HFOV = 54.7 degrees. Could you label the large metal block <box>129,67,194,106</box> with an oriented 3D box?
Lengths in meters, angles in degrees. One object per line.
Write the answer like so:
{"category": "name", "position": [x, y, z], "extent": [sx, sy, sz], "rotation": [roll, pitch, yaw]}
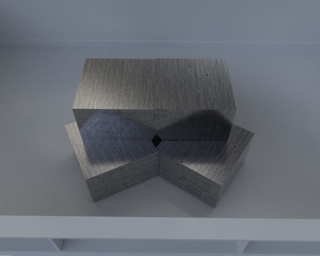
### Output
{"category": "large metal block", "position": [0.003, -0.042, 0.422], "extent": [0.080, 0.050, 0.080], "rotation": [1, 50, 1]}

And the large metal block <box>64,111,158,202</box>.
{"category": "large metal block", "position": [-0.056, 0.027, 0.364], "extent": [0.081, 0.050, 0.080], "rotation": [-21, 53, -17]}

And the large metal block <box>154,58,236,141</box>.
{"category": "large metal block", "position": [0.035, -0.033, 0.348], "extent": [0.080, 0.050, 0.080], "rotation": [1, 50, 0]}

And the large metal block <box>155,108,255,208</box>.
{"category": "large metal block", "position": [0.051, 0.031, 0.360], "extent": [0.080, 0.050, 0.080], "rotation": [27, 55, 21]}

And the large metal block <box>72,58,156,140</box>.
{"category": "large metal block", "position": [-0.046, -0.033, 0.349], "extent": [0.080, 0.050, 0.080], "rotation": [1, 50, 0]}
